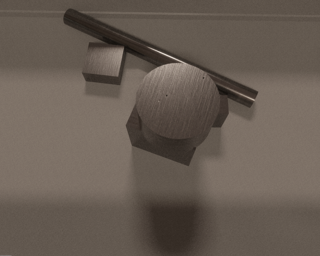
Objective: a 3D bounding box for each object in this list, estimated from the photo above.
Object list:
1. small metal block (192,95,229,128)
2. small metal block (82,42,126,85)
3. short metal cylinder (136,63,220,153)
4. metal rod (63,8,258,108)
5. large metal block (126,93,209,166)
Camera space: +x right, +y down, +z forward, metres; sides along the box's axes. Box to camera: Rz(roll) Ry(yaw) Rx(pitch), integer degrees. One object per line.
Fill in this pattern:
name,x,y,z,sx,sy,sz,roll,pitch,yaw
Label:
small metal block,0.059,-0.021,0.405,0.050,0.050,0.025,0,70,0
small metal block,-0.079,-0.092,0.442,0.050,0.025,0.050,7,70,2
short metal cylinder,0.017,-0.019,0.319,0.081,0.050,0.080,0,70,0
metal rod,-0.005,-0.104,0.447,0.301,0.025,0.025,26,72,8
large metal block,0.009,0.002,0.380,0.080,0.080,0.050,20,72,7
